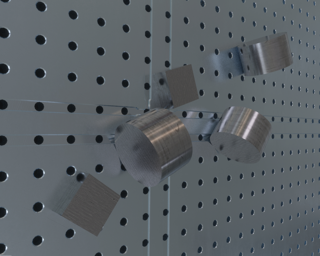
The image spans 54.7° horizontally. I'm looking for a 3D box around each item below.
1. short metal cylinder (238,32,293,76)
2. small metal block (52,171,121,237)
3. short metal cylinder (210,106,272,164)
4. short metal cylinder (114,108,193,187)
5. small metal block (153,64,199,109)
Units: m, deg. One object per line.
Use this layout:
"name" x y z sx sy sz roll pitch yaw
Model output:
"short metal cylinder" 0.177 -0.124 0.521 0.081 0.080 0.050 -30 109 -36
"small metal block" -0.080 0.083 0.342 0.050 0.025 0.050 45 63 -31
"short metal cylinder" 0.125 0.012 0.478 0.080 0.080 0.050 47 62 -30
"short metal cylinder" -0.009 0.022 0.366 0.050 0.080 0.080 -29 108 -36
"small metal block" 0.023 -0.057 0.428 0.050 0.025 0.050 -23 105 -38
